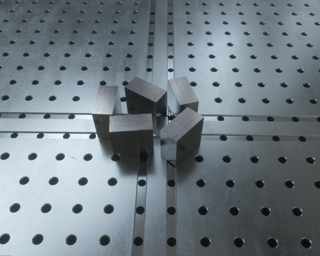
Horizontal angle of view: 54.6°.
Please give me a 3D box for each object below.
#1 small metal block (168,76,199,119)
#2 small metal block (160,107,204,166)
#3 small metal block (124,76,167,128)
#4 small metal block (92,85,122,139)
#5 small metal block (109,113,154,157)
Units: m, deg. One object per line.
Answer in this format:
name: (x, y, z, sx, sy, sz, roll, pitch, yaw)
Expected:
small metal block: (0.030, -0.033, 0.419, 0.025, 0.050, 0.050, -12, 50, -10)
small metal block: (0.027, 0.011, 0.382, 0.025, 0.050, 0.050, 34, 58, 26)
small metal block: (-0.018, -0.035, 0.421, 0.050, 0.050, 0.025, 27, 56, 20)
small metal block: (-0.068, -0.020, 0.408, 0.025, 0.050, 0.050, 3, 51, 3)
small metal block: (-0.034, 0.010, 0.383, 0.050, 0.050, 0.025, -4, 50, -3)
